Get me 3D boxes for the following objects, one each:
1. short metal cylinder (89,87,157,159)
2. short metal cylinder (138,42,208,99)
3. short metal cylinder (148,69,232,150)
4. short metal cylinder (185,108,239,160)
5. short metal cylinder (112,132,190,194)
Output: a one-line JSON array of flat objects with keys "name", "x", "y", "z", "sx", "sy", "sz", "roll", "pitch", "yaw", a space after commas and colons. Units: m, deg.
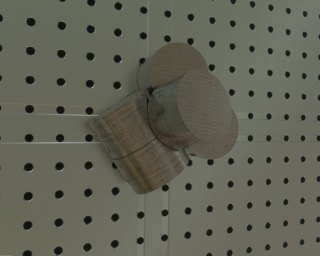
[{"name": "short metal cylinder", "x": -0.037, "y": -0.007, "z": 0.371, "sx": 0.080, "sy": 0.080, "sz": 0.050, "roll": -36, "pitch": 102, "yaw": -17}, {"name": "short metal cylinder", "x": 0.016, "y": -0.066, "z": 0.405, "sx": 0.081, "sy": 0.050, "sz": 0.079, "roll": 0, "pitch": 90, "yaw": -21}, {"name": "short metal cylinder", "x": 0.034, "y": -0.019, "z": 0.344, "sx": 0.081, "sy": 0.050, "sz": 0.080, "roll": 11, "pitch": 72, "yaw": -36}, {"name": "short metal cylinder", "x": 0.058, "y": 0.001, "z": 0.421, "sx": 0.081, "sy": 0.050, "sz": 0.079, "roll": 0, "pitch": 90, "yaw": -21}, {"name": "short metal cylinder", "x": -0.011, "y": 0.036, "z": 0.380, "sx": 0.080, "sy": 0.080, "sz": 0.050, "roll": -35, "pitch": 102, "yaw": -17}]
